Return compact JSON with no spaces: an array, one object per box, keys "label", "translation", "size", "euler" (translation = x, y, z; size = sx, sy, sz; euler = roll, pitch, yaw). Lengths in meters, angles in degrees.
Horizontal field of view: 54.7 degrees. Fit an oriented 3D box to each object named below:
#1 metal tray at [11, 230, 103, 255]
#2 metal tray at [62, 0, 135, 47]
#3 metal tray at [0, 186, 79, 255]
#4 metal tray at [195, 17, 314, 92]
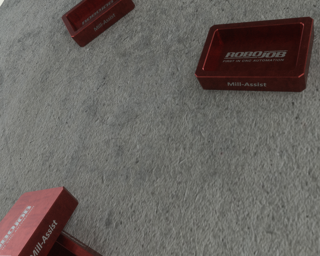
[{"label":"metal tray","translation":[-0.127,0.171,0.362],"size":[0.130,0.030,0.090],"euler":[16,70,34]},{"label":"metal tray","translation":[-0.122,-0.226,0.603],"size":[0.130,0.030,0.090],"euler":[-36,51,4]},{"label":"metal tray","translation":[-0.165,0.133,0.366],"size":[0.090,0.030,0.130],"euler":[-14,33,32]},{"label":"metal tray","translation":[0.119,-0.093,0.394],"size":[0.130,0.030,0.090],"euler":[6,64,30]}]
